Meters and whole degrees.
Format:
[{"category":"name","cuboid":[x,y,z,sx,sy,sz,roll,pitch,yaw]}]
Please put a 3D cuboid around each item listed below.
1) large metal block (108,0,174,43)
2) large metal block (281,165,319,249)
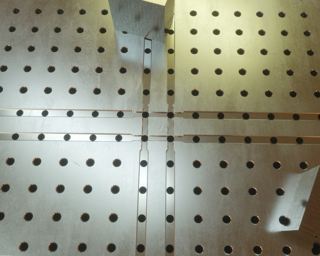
[{"category":"large metal block","cuboid":[-0.025,-0.177,0.447,0.080,0.080,0.050,16,71,6]},{"category":"large metal block","cuboid":[0.203,0.101,0.363,0.080,0.050,0.080,25,72,9]}]
